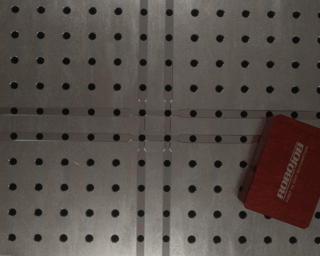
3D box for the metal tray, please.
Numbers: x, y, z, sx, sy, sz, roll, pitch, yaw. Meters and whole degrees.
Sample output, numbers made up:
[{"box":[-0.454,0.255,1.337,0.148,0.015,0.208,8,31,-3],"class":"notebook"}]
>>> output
[{"box":[0.171,0.056,0.413,0.090,0.030,0.129,20,90,-1],"class":"metal tray"}]
